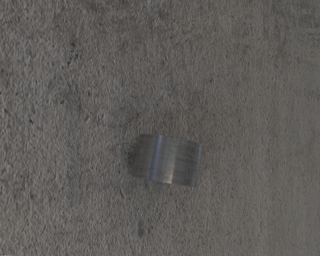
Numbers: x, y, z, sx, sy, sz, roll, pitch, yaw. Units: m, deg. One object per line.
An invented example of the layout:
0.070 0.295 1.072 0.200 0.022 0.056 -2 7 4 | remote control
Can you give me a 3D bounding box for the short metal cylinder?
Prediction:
0.009 0.040 0.376 0.080 0.080 0.050 16 80 -39 | short metal cylinder
